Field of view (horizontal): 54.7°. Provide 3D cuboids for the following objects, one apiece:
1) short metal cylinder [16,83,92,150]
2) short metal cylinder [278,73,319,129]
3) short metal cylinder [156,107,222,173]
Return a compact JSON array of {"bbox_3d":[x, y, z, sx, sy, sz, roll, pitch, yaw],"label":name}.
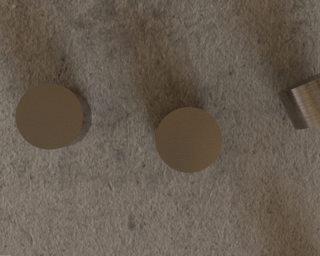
[{"bbox_3d":[-0.133,-0.014,0.396,0.081,0.050,0.079,0,90,-1],"label":"short metal cylinder"},{"bbox_3d":[0.197,-0.038,0.385,0.080,0.080,0.050,-26,90,0],"label":"short metal cylinder"},{"bbox_3d":[0.035,0.014,0.398,0.081,0.050,0.079,0,90,-1],"label":"short metal cylinder"}]
